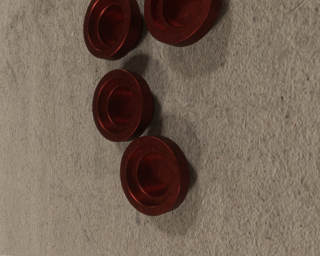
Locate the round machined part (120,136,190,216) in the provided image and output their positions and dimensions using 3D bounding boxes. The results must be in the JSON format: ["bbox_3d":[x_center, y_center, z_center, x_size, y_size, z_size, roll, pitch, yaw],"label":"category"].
[{"bbox_3d":[-0.002,0.058,0.394,0.098,0.042,0.097,0,90,39],"label":"round machined part"}]

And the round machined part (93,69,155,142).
[{"bbox_3d":[-0.046,-0.030,0.430,0.098,0.042,0.097,0,90,39],"label":"round machined part"}]

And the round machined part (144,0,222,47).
[{"bbox_3d":[0.031,-0.145,0.367,0.098,0.042,0.097,0,90,39],"label":"round machined part"}]

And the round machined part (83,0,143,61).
[{"bbox_3d":[-0.062,-0.145,0.443,0.098,0.042,0.097,0,90,39],"label":"round machined part"}]
